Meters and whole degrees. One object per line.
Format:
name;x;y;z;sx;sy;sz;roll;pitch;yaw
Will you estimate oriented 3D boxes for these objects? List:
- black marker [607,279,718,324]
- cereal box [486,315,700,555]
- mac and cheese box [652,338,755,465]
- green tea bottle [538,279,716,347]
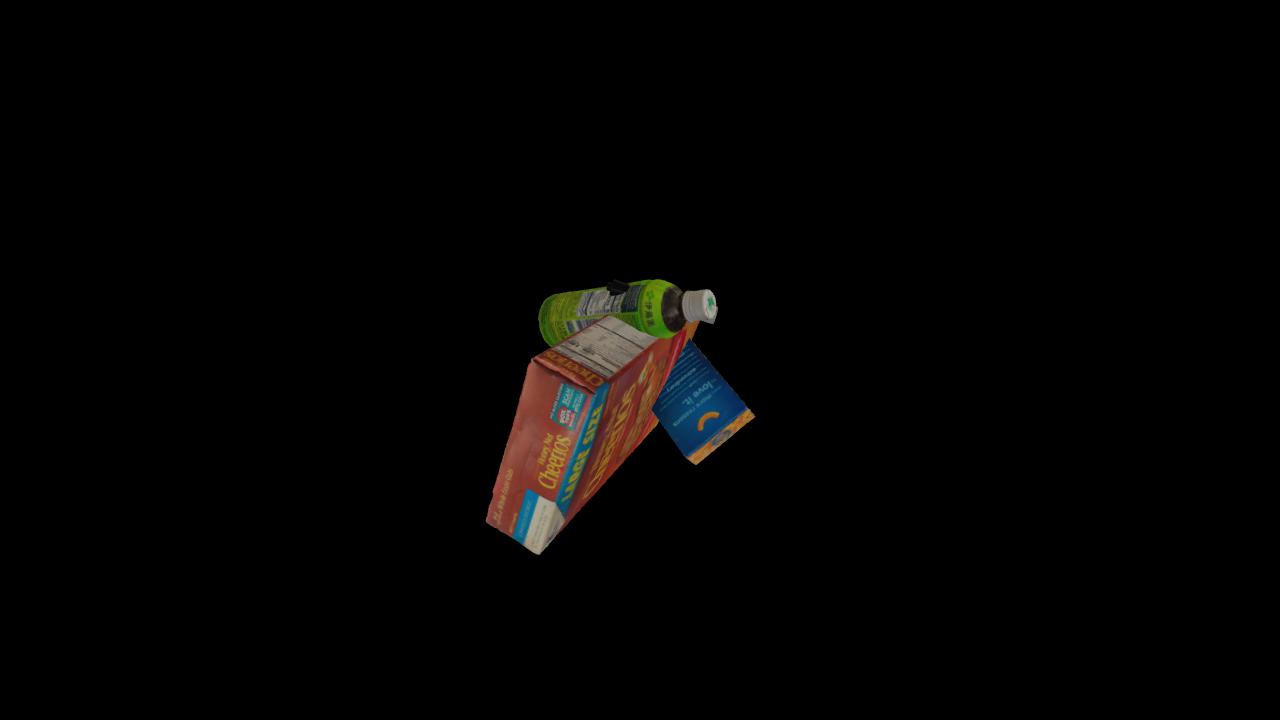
black marker;0.022;-0.063;0.651;0.121;0.020;0.020;16;3;11
cereal box;-0.037;0.048;0.691;0.081;0.203;0.306;27;28;13
mac and cheese box;0.047;0.027;0.748;0.093;0.184;0.041;-39;-34;4
green tea bottle;-0.016;-0.050;0.680;0.212;0.073;0.073;-2;-1;36
